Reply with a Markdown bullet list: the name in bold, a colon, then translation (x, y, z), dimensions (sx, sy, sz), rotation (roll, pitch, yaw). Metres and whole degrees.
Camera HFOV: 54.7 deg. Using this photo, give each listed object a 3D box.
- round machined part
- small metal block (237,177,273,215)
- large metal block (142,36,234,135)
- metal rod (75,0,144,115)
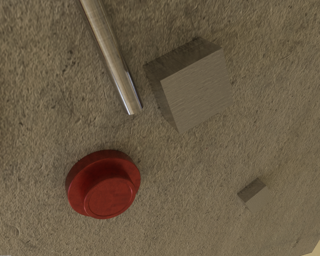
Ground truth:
- **round machined part**: translation (-0.071, 0.081, 0.407), dimensions (0.099, 0.042, 0.097), rotation (-14, 124, -21)
- **small metal block**: translation (0.180, 0.129, 0.586), dimensions (0.050, 0.025, 0.050), rotation (-39, 129, -2)
- **large metal block**: translation (0.036, -0.052, 0.378), dimensions (0.080, 0.050, 0.080), rotation (-30, 129, -10)
- **metal rod**: translation (-0.072, -0.135, 0.283), dimensions (0.025, 0.025, 0.299), rotation (-28, 128, -11)
